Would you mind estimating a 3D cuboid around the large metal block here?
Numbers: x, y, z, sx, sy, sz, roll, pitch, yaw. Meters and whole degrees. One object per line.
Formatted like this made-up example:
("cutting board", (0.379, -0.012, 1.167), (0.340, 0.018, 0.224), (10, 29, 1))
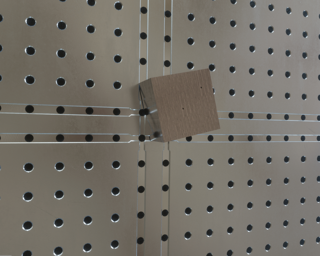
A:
("large metal block", (0.025, -0.030, 0.410), (0.081, 0.050, 0.080), (-13, 95, -20))
